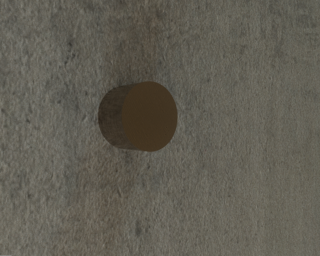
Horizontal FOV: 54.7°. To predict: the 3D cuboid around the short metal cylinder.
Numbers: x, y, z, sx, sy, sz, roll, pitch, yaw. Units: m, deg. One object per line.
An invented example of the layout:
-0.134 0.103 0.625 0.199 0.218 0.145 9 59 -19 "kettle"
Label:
-0.026 -0.013 0.369 0.081 0.050 0.079 0 90 -40 "short metal cylinder"
